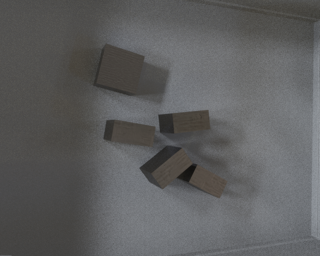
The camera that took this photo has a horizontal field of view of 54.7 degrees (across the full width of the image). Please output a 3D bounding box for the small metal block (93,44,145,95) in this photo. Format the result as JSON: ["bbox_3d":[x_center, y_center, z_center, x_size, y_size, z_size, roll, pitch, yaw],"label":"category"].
[{"bbox_3d":[-0.052,-0.072,0.392,0.050,0.025,0.050,14,85,-20],"label":"small metal block"}]

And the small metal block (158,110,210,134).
[{"bbox_3d":[0.031,-0.008,0.410,0.050,0.050,0.025,-6,93,-20],"label":"small metal block"}]

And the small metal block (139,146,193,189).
[{"bbox_3d":[0.007,0.049,0.401,0.050,0.050,0.025,-38,103,-16],"label":"small metal block"}]

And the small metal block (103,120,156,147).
[{"bbox_3d":[-0.039,0.006,0.384,0.050,0.050,0.025,10,87,-20],"label":"small metal block"}]

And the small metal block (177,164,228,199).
[{"bbox_3d":[0.054,0.068,0.419,0.050,0.050,0.025,30,80,-18],"label":"small metal block"}]
